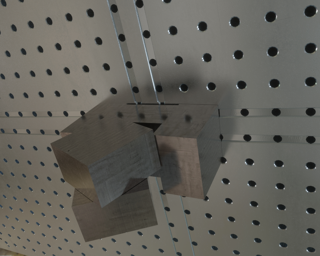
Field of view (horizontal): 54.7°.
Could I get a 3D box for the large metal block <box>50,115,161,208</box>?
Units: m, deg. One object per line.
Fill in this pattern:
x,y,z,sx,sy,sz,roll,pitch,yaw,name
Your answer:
-0.059,0.031,0.342,0.080,0.081,0.050,18,128,45,large metal block

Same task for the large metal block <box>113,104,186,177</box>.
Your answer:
-0.016,0.016,0.409,0.080,0.050,0.079,3,120,26,large metal block

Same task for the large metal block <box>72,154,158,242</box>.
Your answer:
-0.051,0.076,0.362,0.081,0.080,0.050,-13,116,-3,large metal block

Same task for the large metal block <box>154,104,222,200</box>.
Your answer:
0.037,0.025,0.370,0.050,0.080,0.079,4,120,26,large metal block

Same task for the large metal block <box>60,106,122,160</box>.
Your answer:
-0.080,0.022,0.430,0.050,0.080,0.079,2,119,27,large metal block
